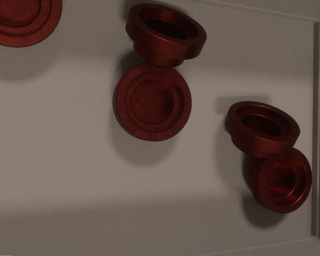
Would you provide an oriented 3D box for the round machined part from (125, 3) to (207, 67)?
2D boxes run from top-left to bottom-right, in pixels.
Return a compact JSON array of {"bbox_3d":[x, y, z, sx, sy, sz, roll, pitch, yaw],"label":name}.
[{"bbox_3d":[0.005,-0.112,0.386,0.099,0.042,0.098,13,41,-12],"label":"round machined part"}]

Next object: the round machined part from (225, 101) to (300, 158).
[{"bbox_3d":[0.139,0.005,0.435,0.099,0.098,0.042,-4,128,-20],"label":"round machined part"}]

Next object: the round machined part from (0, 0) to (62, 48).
[{"bbox_3d":[-0.160,-0.137,0.335,0.099,0.042,0.097,-7,106,-24],"label":"round machined part"}]

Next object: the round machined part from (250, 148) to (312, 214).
[{"bbox_3d":[0.177,0.076,0.469,0.099,0.042,0.097,0,90,-21],"label":"round machined part"}]

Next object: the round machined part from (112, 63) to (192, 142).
[{"bbox_3d":[-0.013,-0.032,0.398,0.099,0.042,0.097,0,90,-21],"label":"round machined part"}]
